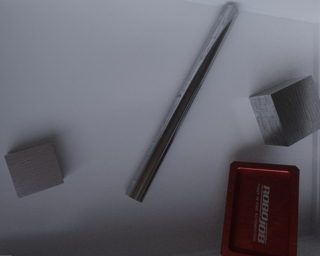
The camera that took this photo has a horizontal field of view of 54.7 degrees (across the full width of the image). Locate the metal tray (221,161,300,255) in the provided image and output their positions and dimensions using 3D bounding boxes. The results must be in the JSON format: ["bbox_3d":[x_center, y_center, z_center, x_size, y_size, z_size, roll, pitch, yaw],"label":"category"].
[{"bbox_3d":[0.136,0.113,0.415,0.030,0.090,0.130,45,52,-59],"label":"metal tray"}]

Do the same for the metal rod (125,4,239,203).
[{"bbox_3d":[0.035,-0.040,0.424,0.025,0.025,0.299,31,80,-18],"label":"metal rod"}]

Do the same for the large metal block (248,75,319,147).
[{"bbox_3d":[0.194,-0.026,0.471,0.081,0.050,0.080,-25,99,-19],"label":"large metal block"}]

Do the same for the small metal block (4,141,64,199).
[{"bbox_3d":[-0.144,0.047,0.358,0.050,0.025,0.050,-18,96,-20],"label":"small metal block"}]
